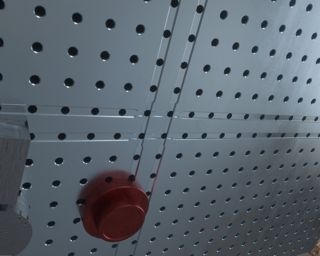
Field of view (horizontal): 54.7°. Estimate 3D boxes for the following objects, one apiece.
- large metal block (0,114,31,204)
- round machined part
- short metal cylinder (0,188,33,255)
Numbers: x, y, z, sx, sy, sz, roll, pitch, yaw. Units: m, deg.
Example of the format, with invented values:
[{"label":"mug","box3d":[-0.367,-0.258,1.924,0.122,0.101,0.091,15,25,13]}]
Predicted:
[{"label":"large metal block","box3d":[-0.184,0.030,0.313,0.081,0.050,0.079,8,115,-32]},{"label":"round machined part","box3d":[-0.060,0.123,0.443,0.099,0.042,0.097,-14,124,-21]},{"label":"short metal cylinder","box3d":[-0.193,0.110,0.357,0.081,0.050,0.079,-14,124,-21]}]
